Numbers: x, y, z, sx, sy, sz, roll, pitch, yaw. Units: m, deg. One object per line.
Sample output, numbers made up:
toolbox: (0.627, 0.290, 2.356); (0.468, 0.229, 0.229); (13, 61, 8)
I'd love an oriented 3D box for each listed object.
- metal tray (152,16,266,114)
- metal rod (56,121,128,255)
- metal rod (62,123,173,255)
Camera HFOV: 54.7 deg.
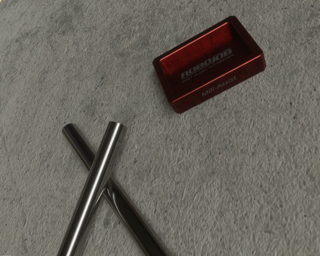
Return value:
metal tray: (0.062, -0.087, 0.420); (0.130, 0.030, 0.090); (-27, 52, 10)
metal rod: (-0.099, 0.134, 0.350); (0.025, 0.025, 0.299); (10, 73, 32)
metal rod: (-0.053, 0.084, 0.378); (0.025, 0.025, 0.300); (-44, 51, -3)
